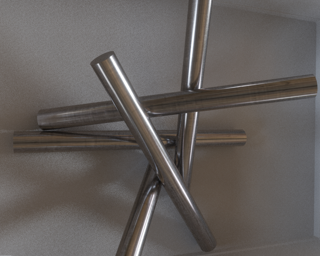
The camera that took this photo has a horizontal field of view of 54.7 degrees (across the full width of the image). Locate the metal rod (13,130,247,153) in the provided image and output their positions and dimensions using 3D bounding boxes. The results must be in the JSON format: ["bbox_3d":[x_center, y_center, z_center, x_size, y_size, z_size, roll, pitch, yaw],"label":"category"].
[{"bbox_3d":[-0.022,0.015,0.402,0.302,0.025,0.025,0,90,-20],"label":"metal rod"}]

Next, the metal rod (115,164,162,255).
[{"bbox_3d":[-0.034,0.136,0.307,0.025,0.025,0.301,37,42,-16],"label":"metal rod"}]

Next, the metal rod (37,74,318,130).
[{"bbox_3d":[0.011,-0.027,0.343,0.301,0.025,0.025,-7,93,7],"label":"metal rod"}]

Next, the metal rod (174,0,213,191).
[{"bbox_3d":[0.037,-0.044,0.362,0.025,0.025,0.298,-6,116,-20],"label":"metal rod"}]

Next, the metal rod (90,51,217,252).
[{"bbox_3d":[0.007,0.049,0.363,0.025,0.025,0.299,-37,121,-16],"label":"metal rod"}]
